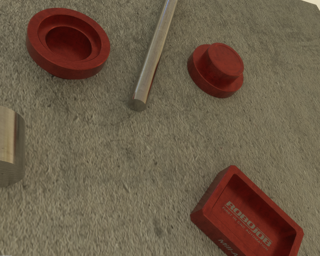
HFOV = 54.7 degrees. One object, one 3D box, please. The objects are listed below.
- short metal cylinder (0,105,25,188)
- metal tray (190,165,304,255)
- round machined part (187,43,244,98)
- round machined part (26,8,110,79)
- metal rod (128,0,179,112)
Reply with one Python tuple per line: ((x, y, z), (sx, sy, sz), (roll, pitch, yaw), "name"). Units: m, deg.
((-0.162, 0.019, 0.270), (0.081, 0.080, 0.050), (3, 61, -27), "short metal cylinder")
((0.112, 0.121, 0.388), (0.130, 0.030, 0.090), (44, 51, 2), "metal tray")
((0.098, -0.101, 0.510), (0.099, 0.042, 0.098), (14, 56, -21), "round machined part")
((-0.117, -0.101, 0.392), (0.099, 0.042, 0.098), (14, 56, -21), "round machined part")
((0.000, -0.147, 0.495), (0.025, 0.025, 0.300), (25, 53, -14), "metal rod")
